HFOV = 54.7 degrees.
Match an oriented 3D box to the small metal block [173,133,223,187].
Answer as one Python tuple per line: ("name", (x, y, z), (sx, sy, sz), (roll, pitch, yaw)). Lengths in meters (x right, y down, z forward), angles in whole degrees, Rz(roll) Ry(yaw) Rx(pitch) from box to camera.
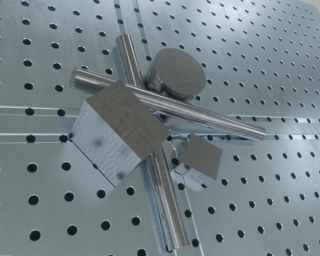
("small metal block", (0.051, 0.042, 0.413), (0.050, 0.025, 0.050), (29, 52, -10))

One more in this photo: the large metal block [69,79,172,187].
("large metal block", (-0.047, 0.008, 0.342), (0.080, 0.080, 0.050), (46, 51, 4))

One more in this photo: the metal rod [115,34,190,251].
("metal rod", (-0.016, 0.001, 0.400), (0.025, 0.025, 0.299), (-2, 63, -29))

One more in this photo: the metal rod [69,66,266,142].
("metal rod", (0.031, -0.023, 0.416), (0.302, 0.025, 0.025), (15, 56, -29))

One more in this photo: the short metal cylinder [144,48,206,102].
("short metal cylinder", (0.018, -0.067, 0.444), (0.081, 0.050, 0.080), (14, 56, -21))
